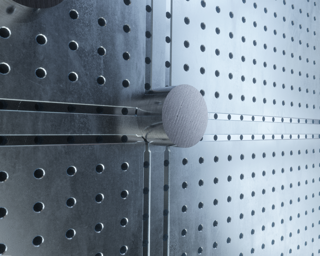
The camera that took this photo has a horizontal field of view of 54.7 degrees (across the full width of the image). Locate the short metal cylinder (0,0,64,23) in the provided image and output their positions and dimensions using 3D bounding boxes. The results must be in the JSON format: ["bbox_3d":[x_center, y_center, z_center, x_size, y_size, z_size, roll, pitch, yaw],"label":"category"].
[{"bbox_3d":[-0.128,-0.144,0.285,0.081,0.050,0.079,0,91,-40],"label":"short metal cylinder"}]

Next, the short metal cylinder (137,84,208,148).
[{"bbox_3d":[0.017,-0.015,0.407,0.081,0.050,0.079,0,90,-40],"label":"short metal cylinder"}]
